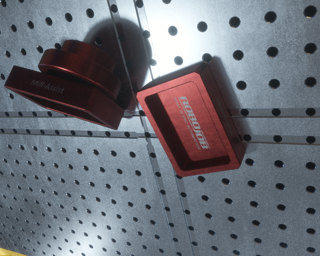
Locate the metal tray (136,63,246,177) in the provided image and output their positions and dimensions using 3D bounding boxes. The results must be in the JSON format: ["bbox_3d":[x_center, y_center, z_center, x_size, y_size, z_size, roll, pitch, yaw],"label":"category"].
[{"bbox_3d":[0.039,-0.004,0.383,0.090,0.030,0.129,-15,111,34],"label":"metal tray"}]

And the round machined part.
[{"bbox_3d":[-0.093,-0.072,0.380,0.098,0.042,0.098,19,170,4],"label":"round machined part"}]

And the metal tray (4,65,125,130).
[{"bbox_3d":[-0.123,-0.038,0.412,0.130,0.030,0.090,16,170,18],"label":"metal tray"}]
